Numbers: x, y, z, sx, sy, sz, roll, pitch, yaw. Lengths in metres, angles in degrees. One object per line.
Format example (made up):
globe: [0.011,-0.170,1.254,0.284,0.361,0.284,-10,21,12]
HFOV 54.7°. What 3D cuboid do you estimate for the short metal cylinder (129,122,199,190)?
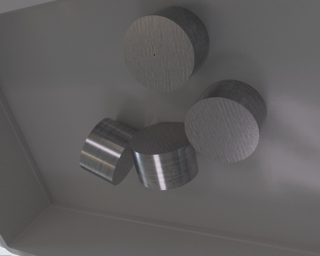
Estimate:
short metal cylinder: [0.006,0.033,0.390,0.080,0.080,0.050,3,120,27]

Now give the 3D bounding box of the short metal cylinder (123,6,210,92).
short metal cylinder: [0.007,-0.086,0.336,0.080,0.050,0.079,13,124,21]

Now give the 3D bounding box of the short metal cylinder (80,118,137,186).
short metal cylinder: [-0.065,0.032,0.427,0.050,0.080,0.079,25,127,13]

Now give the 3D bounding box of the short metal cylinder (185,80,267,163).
short metal cylinder: [0.074,-0.008,0.348,0.080,0.050,0.079,13,124,21]
